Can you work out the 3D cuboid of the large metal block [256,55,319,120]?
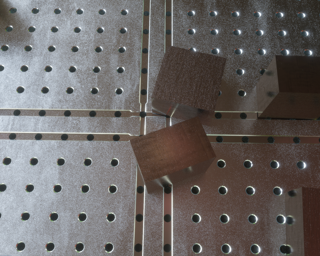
[{"bbox_3d":[0.179,-0.050,0.403,0.081,0.080,0.050,2,70,0],"label":"large metal block"}]

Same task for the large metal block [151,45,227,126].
[{"bbox_3d":[0.038,-0.057,0.420,0.080,0.050,0.080,14,71,4],"label":"large metal block"}]

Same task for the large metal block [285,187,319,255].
[{"bbox_3d":[0.196,0.116,0.358,0.080,0.050,0.080,6,70,2],"label":"large metal block"}]

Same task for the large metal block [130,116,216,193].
[{"bbox_3d":[0.013,0.035,0.370,0.081,0.080,0.050,-19,72,-7],"label":"large metal block"}]
